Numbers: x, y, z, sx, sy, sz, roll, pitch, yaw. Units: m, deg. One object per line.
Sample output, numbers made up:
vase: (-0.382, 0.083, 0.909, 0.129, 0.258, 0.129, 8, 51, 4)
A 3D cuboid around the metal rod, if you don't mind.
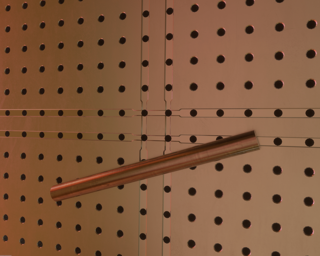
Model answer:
metal rod: (-0.020, 0.056, 0.418, 0.301, 0.025, 0.025, -17, 85, 18)
